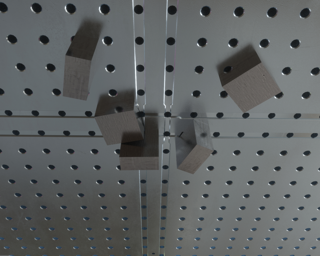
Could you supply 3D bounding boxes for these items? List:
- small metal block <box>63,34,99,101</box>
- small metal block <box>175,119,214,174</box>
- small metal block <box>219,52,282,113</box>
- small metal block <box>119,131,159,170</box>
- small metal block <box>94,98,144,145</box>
[{"bbox_3d":[-0.086,-0.066,0.338,0.025,0.050,0.050,11,129,-9],"label":"small metal block"},{"bbox_3d":[0.045,0.025,0.417,0.025,0.050,0.050,21,127,-18],"label":"small metal block"},{"bbox_3d":[0.107,-0.053,0.368,0.050,0.025,0.050,-32,124,24],"label":"small metal block"},{"bbox_3d":[-0.027,0.030,0.421,0.050,0.050,0.025,-1,130,0],"label":"small metal block"},{"bbox_3d":[-0.052,-0.007,0.405,0.050,0.025,0.050,-10,130,7],"label":"small metal block"}]
